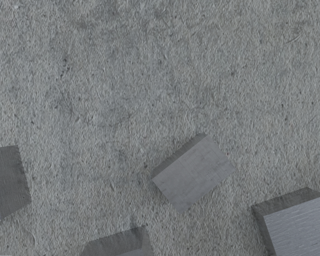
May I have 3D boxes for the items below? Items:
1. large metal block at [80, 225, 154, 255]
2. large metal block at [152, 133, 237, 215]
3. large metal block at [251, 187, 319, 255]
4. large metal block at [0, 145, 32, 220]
[{"bbox_3d":[-0.051,0.168,0.382,0.080,0.080,0.050,-17,90,0],"label":"large metal block"},{"bbox_3d":[0.038,0.051,0.383,0.080,0.080,0.050,-39,90,0],"label":"large metal block"},{"bbox_3d":[0.176,0.131,0.399,0.080,0.050,0.080,-19,90,0],"label":"large metal block"},{"bbox_3d":[-0.208,0.068,0.381,0.050,0.080,0.080,-14,90,0],"label":"large metal block"}]
